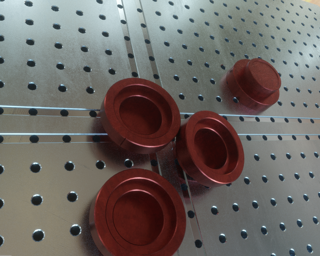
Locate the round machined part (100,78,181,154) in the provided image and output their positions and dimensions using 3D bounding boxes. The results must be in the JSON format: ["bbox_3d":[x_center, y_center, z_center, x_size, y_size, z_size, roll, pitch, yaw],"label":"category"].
[{"bbox_3d":[-0.027,-0.011,0.389,0.099,0.042,0.098,13,56,-20],"label":"round machined part"}]

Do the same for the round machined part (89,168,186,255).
[{"bbox_3d":[-0.025,0.095,0.325,0.099,0.042,0.098,13,56,-21],"label":"round machined part"}]

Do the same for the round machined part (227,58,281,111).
[{"bbox_3d":[0.169,-0.082,0.537,0.099,0.042,0.098,13,56,-21],"label":"round machined part"}]

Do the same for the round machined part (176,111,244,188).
[{"bbox_3d":[0.060,0.030,0.404,0.099,0.042,0.098,17,58,-29],"label":"round machined part"}]
